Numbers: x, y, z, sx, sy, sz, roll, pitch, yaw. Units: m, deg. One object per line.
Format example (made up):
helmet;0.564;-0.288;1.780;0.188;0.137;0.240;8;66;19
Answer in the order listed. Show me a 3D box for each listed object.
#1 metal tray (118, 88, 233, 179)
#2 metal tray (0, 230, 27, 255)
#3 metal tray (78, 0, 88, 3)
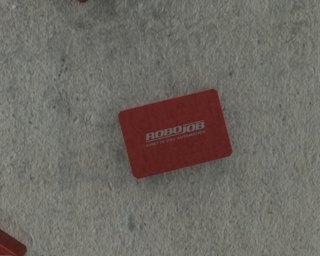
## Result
metal tray;0.020;0.007;0.408;0.131;0.030;0.089;-14;90;-1
metal tray;-0.251;0.191;0.404;0.090;0.030;0.130;34;90;-1
metal tray;-0.072;-0.238;0.406;0.130;0.030;0.090;-28;90;-1
